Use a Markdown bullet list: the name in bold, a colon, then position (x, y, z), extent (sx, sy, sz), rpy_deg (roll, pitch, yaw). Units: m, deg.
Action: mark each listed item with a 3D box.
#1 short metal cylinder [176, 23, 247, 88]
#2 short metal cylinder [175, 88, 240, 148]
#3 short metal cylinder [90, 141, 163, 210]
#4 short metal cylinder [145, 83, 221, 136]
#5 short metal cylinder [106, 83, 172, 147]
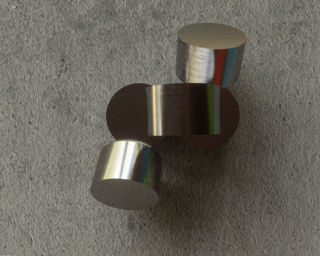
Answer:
- **short metal cylinder**: position (0.060, -0.090, 0.377), extent (0.081, 0.080, 0.050), rpy_deg (1, 128, -1)
- **short metal cylinder**: position (0.056, -0.016, 0.399), extent (0.081, 0.050, 0.079), rpy_deg (0, 90, -1)
- **short metal cylinder**: position (-0.039, 0.060, 0.376), extent (0.081, 0.080, 0.050), rpy_deg (7, 51, -1)
- **short metal cylinder**: position (0.025, -0.018, 0.334), extent (0.081, 0.080, 0.050), rpy_deg (-1, 90, -1)
- **short metal cylinder**: position (-0.025, -0.014, 0.398), extent (0.081, 0.050, 0.079), rpy_deg (0, 90, -1)
